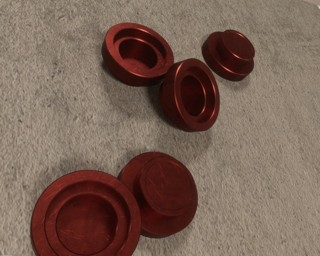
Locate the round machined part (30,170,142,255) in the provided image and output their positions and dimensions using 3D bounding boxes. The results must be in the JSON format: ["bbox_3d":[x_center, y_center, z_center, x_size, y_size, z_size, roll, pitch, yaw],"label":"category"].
[{"bbox_3d":[-0.071,0.093,0.296,0.099,0.042,0.098,11,58,-18],"label":"round machined part"}]

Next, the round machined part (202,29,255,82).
[{"bbox_3d":[0.127,-0.134,0.545,0.099,0.042,0.098,14,56,-21],"label":"round machined part"}]

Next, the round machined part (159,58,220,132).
[{"bbox_3d":[0.037,-0.042,0.424,0.099,0.042,0.097,8,79,-45],"label":"round machined part"}]

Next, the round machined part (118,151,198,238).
[{"bbox_3d":[0.001,0.071,0.352,0.099,0.042,0.098,14,56,-21],"label":"round machined part"}]

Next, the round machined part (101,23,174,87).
[{"bbox_3d":[-0.034,-0.097,0.434,0.099,0.042,0.098,13,55,-19],"label":"round machined part"}]
